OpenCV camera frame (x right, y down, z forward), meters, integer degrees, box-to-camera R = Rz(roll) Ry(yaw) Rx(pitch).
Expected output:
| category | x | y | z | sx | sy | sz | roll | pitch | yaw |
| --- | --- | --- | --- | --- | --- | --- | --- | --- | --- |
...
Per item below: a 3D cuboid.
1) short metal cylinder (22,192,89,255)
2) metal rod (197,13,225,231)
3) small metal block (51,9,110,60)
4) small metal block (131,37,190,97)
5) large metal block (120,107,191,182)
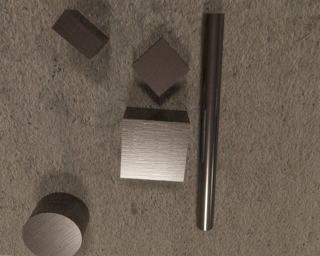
| category | x | y | z | sx | sy | sz | roll | pitch | yaw |
| --- | --- | --- | --- | --- | --- | --- | --- | --- | --- |
| short metal cylinder | -0.147 | 0.141 | 0.446 | 0.081 | 0.050 | 0.079 | 0 | 110 | -1 |
| metal rod | 0.065 | 0.006 | 0.412 | 0.025 | 0.025 | 0.298 | -1 | 110 | 0 |
| small metal block | -0.089 | -0.108 | 0.355 | 0.050 | 0.050 | 0.025 | 40 | 105 | -14 |
| small metal block | 0.001 | -0.076 | 0.382 | 0.050 | 0.025 | 0.050 | -40 | 106 | 13 |
| large metal block | -0.007 | 0.020 | 0.404 | 0.081 | 0.050 | 0.079 | 4 | 110 | -2 |
